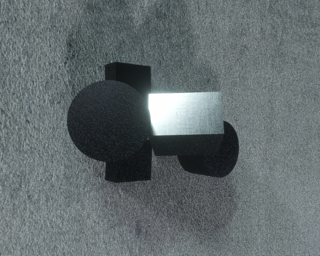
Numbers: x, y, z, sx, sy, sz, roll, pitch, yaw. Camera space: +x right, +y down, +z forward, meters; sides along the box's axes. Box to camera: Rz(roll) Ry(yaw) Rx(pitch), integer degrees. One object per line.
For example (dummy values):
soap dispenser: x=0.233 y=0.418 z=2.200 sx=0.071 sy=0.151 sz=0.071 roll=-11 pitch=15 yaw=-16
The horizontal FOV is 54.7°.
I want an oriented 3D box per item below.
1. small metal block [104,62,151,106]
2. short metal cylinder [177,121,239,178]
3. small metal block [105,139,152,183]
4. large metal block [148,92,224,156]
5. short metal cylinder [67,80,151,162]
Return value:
small metal block: x=-0.038 y=-0.051 z=0.375 sx=0.050 sy=0.025 sz=0.050 roll=-2 pitch=91 yaw=-40
short metal cylinder: x=0.070 y=0.029 z=0.451 sx=0.081 sy=0.050 sz=0.079 roll=0 pitch=90 yaw=-40
small metal block: x=-0.038 y=0.038 z=0.376 sx=0.050 sy=0.025 sz=0.050 roll=4 pitch=88 yaw=-40
large metal block: x=0.031 y=-0.002 z=0.374 sx=0.080 sy=0.080 sz=0.050 roll=78 pitch=11 yaw=-68
short metal cylinder: x=-0.051 y=-0.007 z=0.325 sx=0.081 sy=0.050 sz=0.079 roll=0 pitch=91 yaw=-5
